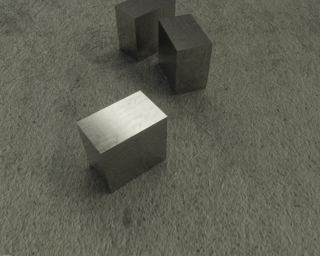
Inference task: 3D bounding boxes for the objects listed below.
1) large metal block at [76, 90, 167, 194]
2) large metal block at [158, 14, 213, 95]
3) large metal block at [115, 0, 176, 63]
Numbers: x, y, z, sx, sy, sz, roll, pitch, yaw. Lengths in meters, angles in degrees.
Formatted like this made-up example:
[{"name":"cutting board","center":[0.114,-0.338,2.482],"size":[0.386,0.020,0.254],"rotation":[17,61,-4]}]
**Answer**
[{"name":"large metal block","center":[-0.039,0.016,0.353],"size":[0.081,0.080,0.050],"rotation":[-30,56,-23]},{"name":"large metal block","center":[0.034,-0.109,0.459],"size":[0.050,0.080,0.080],"rotation":[-14,52,-11]},{"name":"large metal block","center":[-0.022,-0.167,0.508],"size":[0.080,0.080,0.050],"rotation":[-33,58,-25]}]
